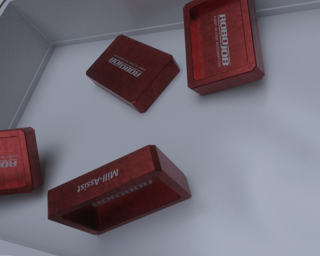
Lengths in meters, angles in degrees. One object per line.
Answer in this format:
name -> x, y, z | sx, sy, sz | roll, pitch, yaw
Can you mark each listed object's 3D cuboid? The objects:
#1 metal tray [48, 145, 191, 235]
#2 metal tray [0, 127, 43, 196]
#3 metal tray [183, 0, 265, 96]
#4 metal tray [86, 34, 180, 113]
metal tray -> -0.043, 0.073, 0.340 | 0.130, 0.090, 0.030 | -25, 53, 12
metal tray -> -0.242, 0.050, 0.441 | 0.131, 0.030, 0.089 | -6, 95, 3
metal tray -> 0.079, -0.115, 0.401 | 0.090, 0.030, 0.129 | -13, 70, 33
metal tray -> -0.045, -0.088, 0.478 | 0.130, 0.030, 0.090 | 33, 80, 37
